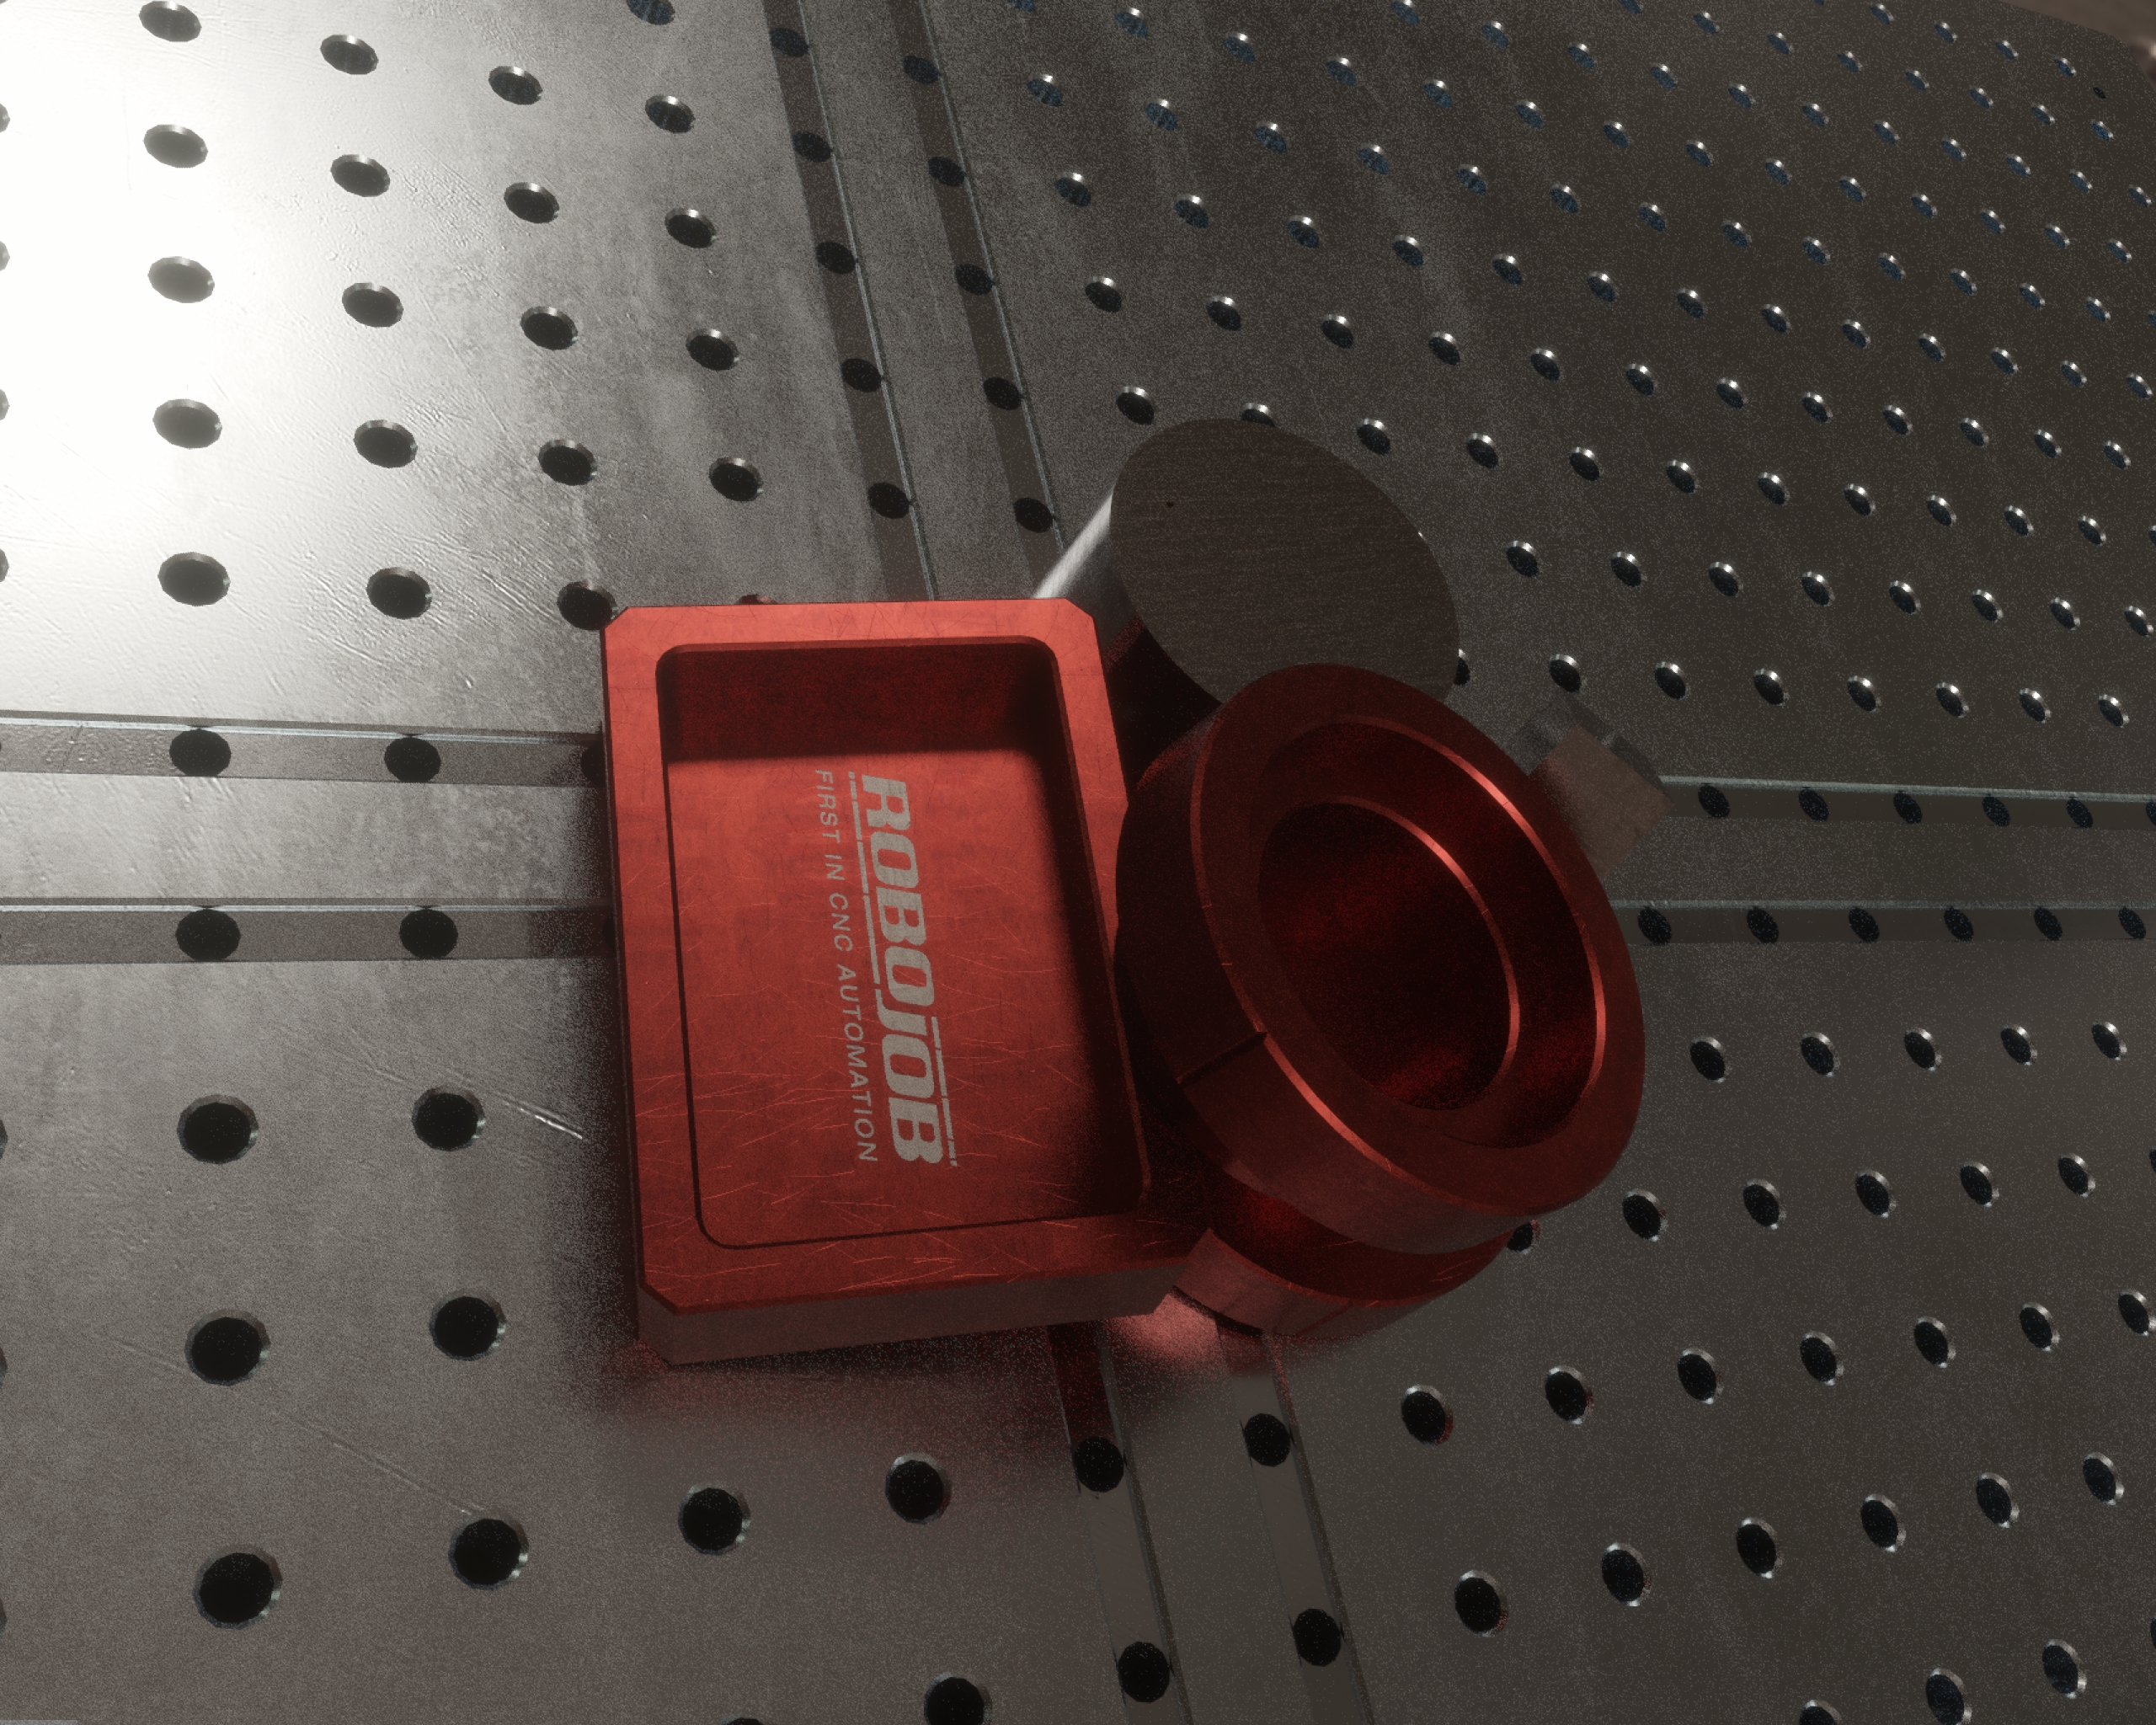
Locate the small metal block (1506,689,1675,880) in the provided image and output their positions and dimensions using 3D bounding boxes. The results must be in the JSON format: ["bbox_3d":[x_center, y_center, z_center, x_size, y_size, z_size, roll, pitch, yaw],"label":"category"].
[{"bbox_3d":[0.095,-0.007,0.437,0.025,0.050,0.050,40,16,-2],"label":"small metal block"}]

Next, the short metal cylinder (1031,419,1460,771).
[{"bbox_3d":[0.032,-0.046,0.439,0.081,0.050,0.080,14,56,-21],"label":"short metal cylinder"}]

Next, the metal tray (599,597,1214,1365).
[{"bbox_3d":[-0.034,0.016,0.364,0.091,0.030,0.130,-3,62,-14],"label":"metal tray"}]

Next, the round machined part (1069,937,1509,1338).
[{"bbox_3d":[0.048,0.038,0.401,0.099,0.042,0.098,14,56,-21],"label":"round machined part"}]

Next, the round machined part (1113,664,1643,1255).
[{"bbox_3d":[0.045,0.019,0.350,0.099,0.042,0.098,21,52,-29],"label":"round machined part"}]
